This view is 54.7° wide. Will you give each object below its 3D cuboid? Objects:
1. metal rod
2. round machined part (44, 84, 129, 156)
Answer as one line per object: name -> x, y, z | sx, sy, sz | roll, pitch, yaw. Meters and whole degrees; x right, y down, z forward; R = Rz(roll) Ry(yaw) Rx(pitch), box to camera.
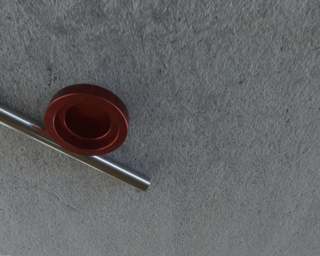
metal rod -> -0.140, 0.017, 0.419 | 0.301, 0.025, 0.025 | 31, 124, -24
round machined part -> -0.087, -0.014, 0.383 | 0.099, 0.042, 0.097 | 0, 130, 0
